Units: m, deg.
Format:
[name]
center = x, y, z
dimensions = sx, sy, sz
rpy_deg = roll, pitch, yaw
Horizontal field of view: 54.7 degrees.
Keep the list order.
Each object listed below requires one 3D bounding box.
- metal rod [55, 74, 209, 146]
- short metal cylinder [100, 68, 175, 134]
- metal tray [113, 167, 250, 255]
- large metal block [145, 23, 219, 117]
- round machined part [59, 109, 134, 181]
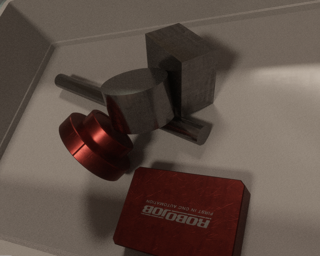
[metal rod]
center = -0.061, -0.037, 0.458
dimensions = 0.300, 0.025, 0.025
rpy_deg = 22, 74, 35
[short metal cylinder]
center = -0.025, -0.035, 0.375
dimensions = 0.080, 0.050, 0.080
rpy_deg = -10, 29, 6
[metal tray]
center = 0.022, 0.095, 0.332
dimensions = 0.130, 0.030, 0.090
rpy_deg = 3, 63, 29
[large metal block]
center = 0.026, -0.074, 0.393
dimensions = 0.050, 0.080, 0.080
rpy_deg = -25, 48, -20
[round machined part]
center = -0.071, 0.015, 0.383
dimensions = 0.042, 0.098, 0.098
rpy_deg = -44, 51, 8
